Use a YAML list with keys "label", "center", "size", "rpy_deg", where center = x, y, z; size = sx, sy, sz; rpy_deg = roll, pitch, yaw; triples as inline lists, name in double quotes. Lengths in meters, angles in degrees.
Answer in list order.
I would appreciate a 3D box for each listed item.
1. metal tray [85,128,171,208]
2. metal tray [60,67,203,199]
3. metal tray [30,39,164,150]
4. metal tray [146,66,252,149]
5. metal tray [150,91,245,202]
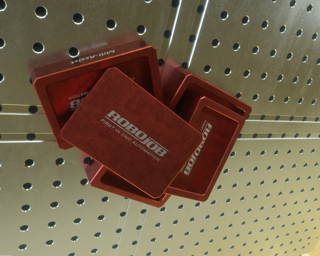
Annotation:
- label: "metal tray"
  center: [-0.024, 0.054, 0.428]
  size: [0.131, 0.030, 0.090]
  rpy_deg: [29, 102, -38]
- label: "metal tray"
  center: [-0.029, 0.006, 0.343]
  size: [0.130, 0.030, 0.090]
  rpy_deg: [37, 90, -17]
- label: "metal tray"
  center: [-0.064, -0.038, 0.349]
  size: [0.131, 0.030, 0.090]
  rpy_deg: [-20, 126, -16]
- label: "metal tray"
  center: [0.056, -0.017, 0.426]
  size: [0.131, 0.030, 0.090]
  rpy_deg: [21, 107, -35]
- label: "metal tray"
  center: [0.050, 0.028, 0.411]
  size: [0.090, 0.030, 0.129]
  rpy_deg: [22, 95, -36]
